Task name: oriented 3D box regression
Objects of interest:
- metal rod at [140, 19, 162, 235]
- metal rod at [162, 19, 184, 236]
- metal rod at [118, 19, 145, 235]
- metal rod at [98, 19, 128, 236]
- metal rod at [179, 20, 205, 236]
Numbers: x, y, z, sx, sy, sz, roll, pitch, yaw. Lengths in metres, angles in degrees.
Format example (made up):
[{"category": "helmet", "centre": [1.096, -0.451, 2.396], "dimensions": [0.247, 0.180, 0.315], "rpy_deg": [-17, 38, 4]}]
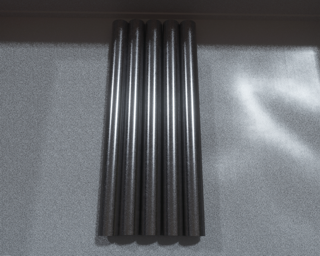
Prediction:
[{"category": "metal rod", "centre": [-0.010, -0.015, 0.414], "dimensions": [0.025, 0.025, 0.299], "rpy_deg": [0, 70, 0]}, {"category": "metal rod", "centre": [0.016, -0.014, 0.414], "dimensions": [0.025, 0.025, 0.299], "rpy_deg": [0, 70, 0]}, {"category": "metal rod", "centre": [-0.035, -0.015, 0.413], "dimensions": [0.025, 0.025, 0.299], "rpy_deg": [0, 70, 0]}, {"category": "metal rod", "centre": [-0.059, -0.014, 0.413], "dimensions": [0.025, 0.025, 0.299], "rpy_deg": [0, 70, 0]}, {"category": "metal rod", "centre": [0.041, -0.014, 0.413], "dimensions": [0.025, 0.025, 0.299], "rpy_deg": [0, 70, 0]}]
